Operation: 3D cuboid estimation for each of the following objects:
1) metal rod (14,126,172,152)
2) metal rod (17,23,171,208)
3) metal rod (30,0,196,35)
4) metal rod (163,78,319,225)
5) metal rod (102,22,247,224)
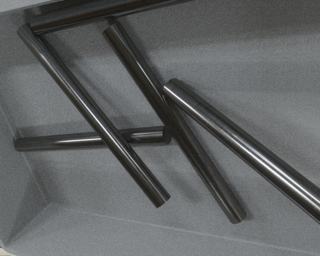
[{"bbox_3d":[-0.120,0.020,0.481,0.300,0.025,0.025,-5,116,30],"label":"metal rod"},{"bbox_3d":[-0.089,-0.017,0.418,0.300,0.025,0.025,51,128,1],"label":"metal rod"},{"bbox_3d":[-0.028,-0.138,0.336,0.300,0.025,0.025,-1,118,28],"label":"metal rod"},{"bbox_3d":[0.109,0.039,0.299,0.300,0.025,0.025,43,133,30],"label":"metal rod"},{"bbox_3d":[0.025,0.003,0.395,0.025,0.025,0.299,-25,105,36],"label":"metal rod"}]
